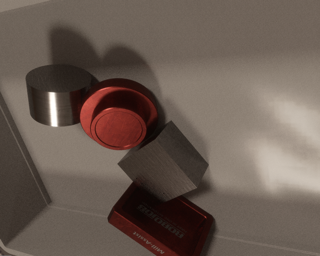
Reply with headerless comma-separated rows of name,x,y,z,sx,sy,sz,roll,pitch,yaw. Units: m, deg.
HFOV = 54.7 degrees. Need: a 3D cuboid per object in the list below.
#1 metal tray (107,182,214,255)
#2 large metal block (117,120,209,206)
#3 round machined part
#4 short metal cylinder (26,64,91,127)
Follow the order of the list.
metal tray,0.004,0.130,0.443,0.130,0.090,0.030,33,129,6
large metal block,0.004,0.049,0.419,0.080,0.050,0.080,-34,100,38
round machined part,-0.051,-0.010,0.390,0.099,0.042,0.097,-3,129,-3
short metal cylinder,-0.133,-0.045,0.413,0.080,0.080,0.050,20,126,16
